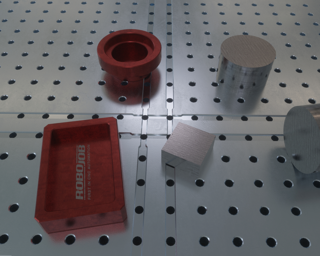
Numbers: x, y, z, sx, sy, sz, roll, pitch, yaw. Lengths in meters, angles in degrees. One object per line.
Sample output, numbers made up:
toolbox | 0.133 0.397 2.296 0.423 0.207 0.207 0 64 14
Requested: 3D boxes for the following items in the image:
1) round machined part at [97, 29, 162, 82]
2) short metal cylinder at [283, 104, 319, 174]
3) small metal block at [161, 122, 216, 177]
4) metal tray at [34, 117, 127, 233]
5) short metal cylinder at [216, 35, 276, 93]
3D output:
round machined part | -0.047 -0.111 0.490 0.099 0.042 0.098 0 50 0
short metal cylinder | 0.189 0.011 0.364 0.050 0.080 0.080 -7 51 -6
small metal block | 0.035 0.026 0.386 0.050 0.025 0.050 21 53 17
metal tray | -0.090 0.048 0.362 0.091 0.030 0.130 -7 50 -6
short metal cylinder | 0.130 -0.099 0.475 0.081 0.050 0.080 0 50 0
